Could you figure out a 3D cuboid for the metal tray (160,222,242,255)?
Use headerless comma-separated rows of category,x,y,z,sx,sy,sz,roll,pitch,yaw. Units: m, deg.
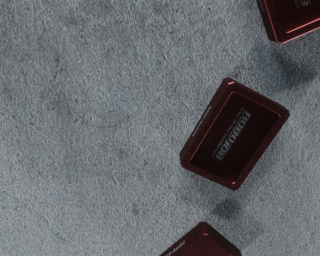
metal tray,0.054,0.218,0.488,0.090,0.030,0.130,42,105,-14

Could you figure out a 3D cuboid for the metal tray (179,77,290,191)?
metal tray,0.095,0.010,0.411,0.090,0.030,0.129,26,108,-9

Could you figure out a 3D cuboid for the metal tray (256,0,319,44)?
metal tray,0.151,-0.172,0.344,0.090,0.030,0.129,-23,109,8
